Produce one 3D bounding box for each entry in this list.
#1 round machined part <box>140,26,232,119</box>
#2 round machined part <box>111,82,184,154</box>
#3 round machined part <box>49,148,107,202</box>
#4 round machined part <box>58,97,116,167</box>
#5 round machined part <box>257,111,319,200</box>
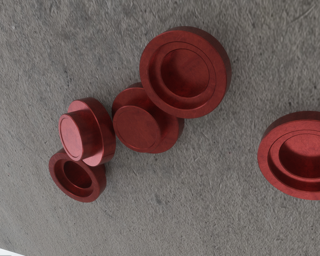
[{"bbox_3d":[0.030,-0.063,0.341,0.098,0.042,0.097,13,124,21],"label":"round machined part"},{"bbox_3d":[-0.022,-0.007,0.403,0.098,0.042,0.097,13,124,21],"label":"round machined part"},{"bbox_3d":[-0.129,0.071,0.508,0.098,0.042,0.097,13,124,21],"label":"round machined part"},{"bbox_3d":[-0.107,0.008,0.435,0.098,0.042,0.097,22,120,43],"label":"round machined part"},{"bbox_3d":[0.157,0.025,0.328,0.098,0.042,0.097,13,124,21],"label":"round machined part"}]
